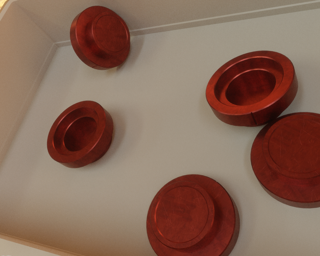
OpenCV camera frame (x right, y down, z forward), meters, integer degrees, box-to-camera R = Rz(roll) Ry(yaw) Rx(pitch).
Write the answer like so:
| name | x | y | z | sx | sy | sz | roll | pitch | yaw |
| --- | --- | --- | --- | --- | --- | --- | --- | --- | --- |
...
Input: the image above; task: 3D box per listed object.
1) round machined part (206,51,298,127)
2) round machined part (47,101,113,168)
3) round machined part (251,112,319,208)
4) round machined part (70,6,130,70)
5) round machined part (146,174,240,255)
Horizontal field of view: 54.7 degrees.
| name | x | y | z | sx | sy | sz | roll | pitch | yaw |
| --- | --- | --- | --- | --- | --- | --- | --- | --- | --- |
| round machined part | 0.106 | -0.040 | 0.356 | 0.098 | 0.042 | 0.098 | -19 | 44 | 20 |
| round machined part | -0.109 | 0.013 | 0.444 | 0.098 | 0.042 | 0.098 | -13 | 56 | 21 |
| round machined part | 0.140 | 0.025 | 0.306 | 0.098 | 0.042 | 0.098 | -13 | 56 | 21 |
| round machined part | -0.086 | -0.143 | 0.487 | 0.042 | 0.098 | 0.098 | -4 | 58 | 49 |
| round machined part | 0.029 | 0.094 | 0.322 | 0.098 | 0.042 | 0.098 | -13 | 56 | 21 |
